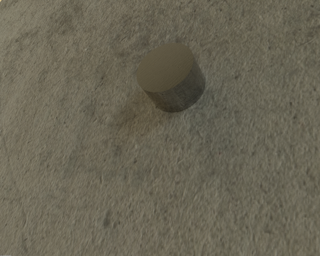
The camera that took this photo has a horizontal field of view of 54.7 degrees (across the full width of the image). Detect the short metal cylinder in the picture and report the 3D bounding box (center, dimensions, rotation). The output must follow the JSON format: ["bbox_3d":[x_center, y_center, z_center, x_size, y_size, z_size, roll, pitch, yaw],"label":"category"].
[{"bbox_3d":[0.016,-0.068,0.420,0.080,0.050,0.080,-13,56,20],"label":"short metal cylinder"}]
